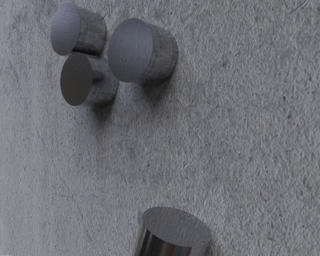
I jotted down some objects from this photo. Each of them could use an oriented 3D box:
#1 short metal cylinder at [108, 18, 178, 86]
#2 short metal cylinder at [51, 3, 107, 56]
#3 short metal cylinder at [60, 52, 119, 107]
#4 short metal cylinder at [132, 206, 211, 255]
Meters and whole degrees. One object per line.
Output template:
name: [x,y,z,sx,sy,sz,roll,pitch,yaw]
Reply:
short metal cylinder: [-0.023,-0.097,0.408,0.080,0.050,0.080,0,90,40]
short metal cylinder: [-0.131,-0.152,0.497,0.080,0.050,0.080,0,90,40]
short metal cylinder: [-0.109,-0.073,0.479,0.080,0.050,0.080,0,90,40]
short metal cylinder: [0.012,0.134,0.359,0.080,0.081,0.050,25,106,37]
